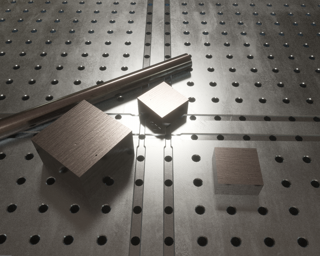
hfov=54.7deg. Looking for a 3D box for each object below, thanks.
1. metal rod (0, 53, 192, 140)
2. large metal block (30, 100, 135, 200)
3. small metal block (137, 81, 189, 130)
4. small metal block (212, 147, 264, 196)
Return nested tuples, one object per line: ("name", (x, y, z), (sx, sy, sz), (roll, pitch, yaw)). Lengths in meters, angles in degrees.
("metal rod", (-0.086, -0.051, 0.449), (0.302, 0.025, 0.025), (-24, 54, -19))
("large metal block", (-0.089, 0.023, 0.371), (0.080, 0.050, 0.080), (31, 57, 23))
("small metal block", (0.004, -0.032, 0.435), (0.050, 0.025, 0.050), (-35, 59, -26))
("small metal block", (0.090, 0.051, 0.366), (0.050, 0.025, 0.050), (2, 50, 1))
